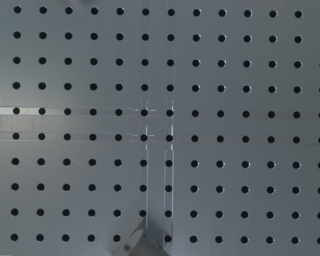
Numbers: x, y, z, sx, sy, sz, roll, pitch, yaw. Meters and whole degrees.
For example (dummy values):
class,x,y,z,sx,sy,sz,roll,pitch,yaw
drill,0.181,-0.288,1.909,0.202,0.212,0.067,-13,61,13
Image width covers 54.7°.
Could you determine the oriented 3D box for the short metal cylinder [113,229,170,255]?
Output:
class,x,y,z,sx,sy,sz,roll,pitch,yaw
short metal cylinder,-0.031,0.175,0.386,0.050,0.080,0.080,44,90,0
